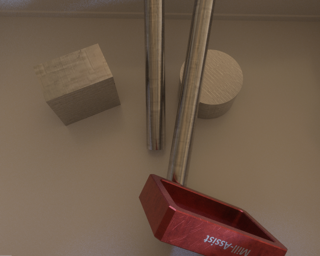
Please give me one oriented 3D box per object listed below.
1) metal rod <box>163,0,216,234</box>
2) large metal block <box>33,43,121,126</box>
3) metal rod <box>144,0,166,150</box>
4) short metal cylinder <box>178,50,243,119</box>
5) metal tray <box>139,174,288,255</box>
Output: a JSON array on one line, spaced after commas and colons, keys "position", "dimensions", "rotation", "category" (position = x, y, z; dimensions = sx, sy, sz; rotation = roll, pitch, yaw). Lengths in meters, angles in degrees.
[{"position": [0.034, -0.024, 0.371], "dimensions": [0.025, 0.025, 0.298], "rotation": [9, 88, 3], "category": "metal rod"}, {"position": [-0.102, -0.053, 0.398], "dimensions": [0.080, 0.080, 0.050], "rotation": [-23, 72, -8], "category": "large metal block"}, {"position": [-0.007, -0.121, 0.378], "dimensions": [0.025, 0.025, 0.298], "rotation": [-1, 100, -1], "category": "metal rod"}, {"position": [0.066, -0.058, 0.418], "dimensions": [0.081, 0.050, 0.080], "rotation": [0, 70, 0], "category": "short metal cylinder"}, {"position": [0.049, 0.095, 0.315], "dimensions": [0.131, 0.090, 0.030], "rotation": [24, 95, -17], "category": "metal tray"}]
